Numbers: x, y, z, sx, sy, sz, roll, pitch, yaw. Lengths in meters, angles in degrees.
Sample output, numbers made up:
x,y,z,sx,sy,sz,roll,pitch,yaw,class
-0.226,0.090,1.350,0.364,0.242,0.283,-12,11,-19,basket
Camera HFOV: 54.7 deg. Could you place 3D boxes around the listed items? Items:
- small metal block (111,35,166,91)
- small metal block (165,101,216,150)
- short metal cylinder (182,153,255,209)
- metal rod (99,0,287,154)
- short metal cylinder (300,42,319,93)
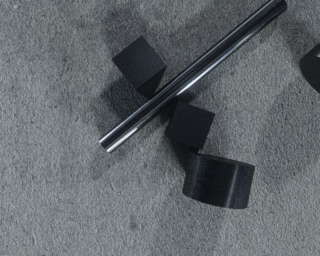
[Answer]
x,y,z,sx,sy,sz,roll,pitch,yaw,class
-0.027,-0.084,0.410,0.050,0.025,0.050,-38,90,0,small metal block
0.039,-0.004,0.410,0.050,0.025,0.050,20,90,0,small metal block
0.072,0.063,0.383,0.080,0.080,0.050,11,90,0,short metal cylinder
0.043,-0.071,0.410,0.300,0.025,0.025,-39,90,0,metal rod
0.224,-0.076,0.384,0.050,0.080,0.080,-42,90,0,short metal cylinder
